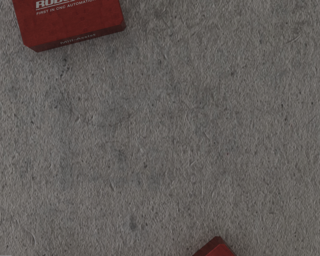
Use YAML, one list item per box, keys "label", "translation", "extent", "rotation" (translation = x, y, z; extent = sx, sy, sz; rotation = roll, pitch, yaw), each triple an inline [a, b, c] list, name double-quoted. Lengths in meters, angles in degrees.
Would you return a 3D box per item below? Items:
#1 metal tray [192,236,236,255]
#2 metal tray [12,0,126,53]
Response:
- label: "metal tray"
  translation: [0.059, 0.220, 0.408]
  extent: [0.130, 0.030, 0.090]
  rotation: [-40, 90, 0]
- label: "metal tray"
  translation: [-0.119, -0.160, 0.406]
  extent: [0.131, 0.030, 0.090]
  rotation: [-14, 90, 0]
